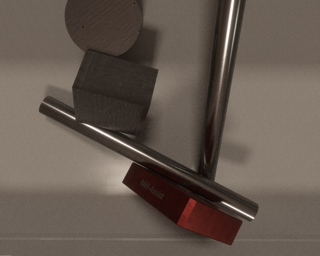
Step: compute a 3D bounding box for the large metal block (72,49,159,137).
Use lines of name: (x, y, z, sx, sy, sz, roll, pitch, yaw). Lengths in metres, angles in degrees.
large metal block: (-0.053, -0.037, 0.362, 0.081, 0.050, 0.080, 15, 154, -6)

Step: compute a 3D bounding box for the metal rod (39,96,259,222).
metal rod: (-0.015, 0.039, 0.397, 0.301, 0.025, 0.025, 27, 108, 1)

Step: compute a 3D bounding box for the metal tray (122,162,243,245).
metal tray: (0.022, 0.088, 0.375, 0.090, 0.130, 0.030, 31, 84, -35)

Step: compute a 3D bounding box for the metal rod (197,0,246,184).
metal rod: (0.063, -0.010, 0.362, 0.025, 0.025, 0.298, 0, 128, -1)

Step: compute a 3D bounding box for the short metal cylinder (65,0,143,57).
short metal cylinder: (-0.061, -0.123, 0.352, 0.081, 0.050, 0.079, 0, 110, -1)
